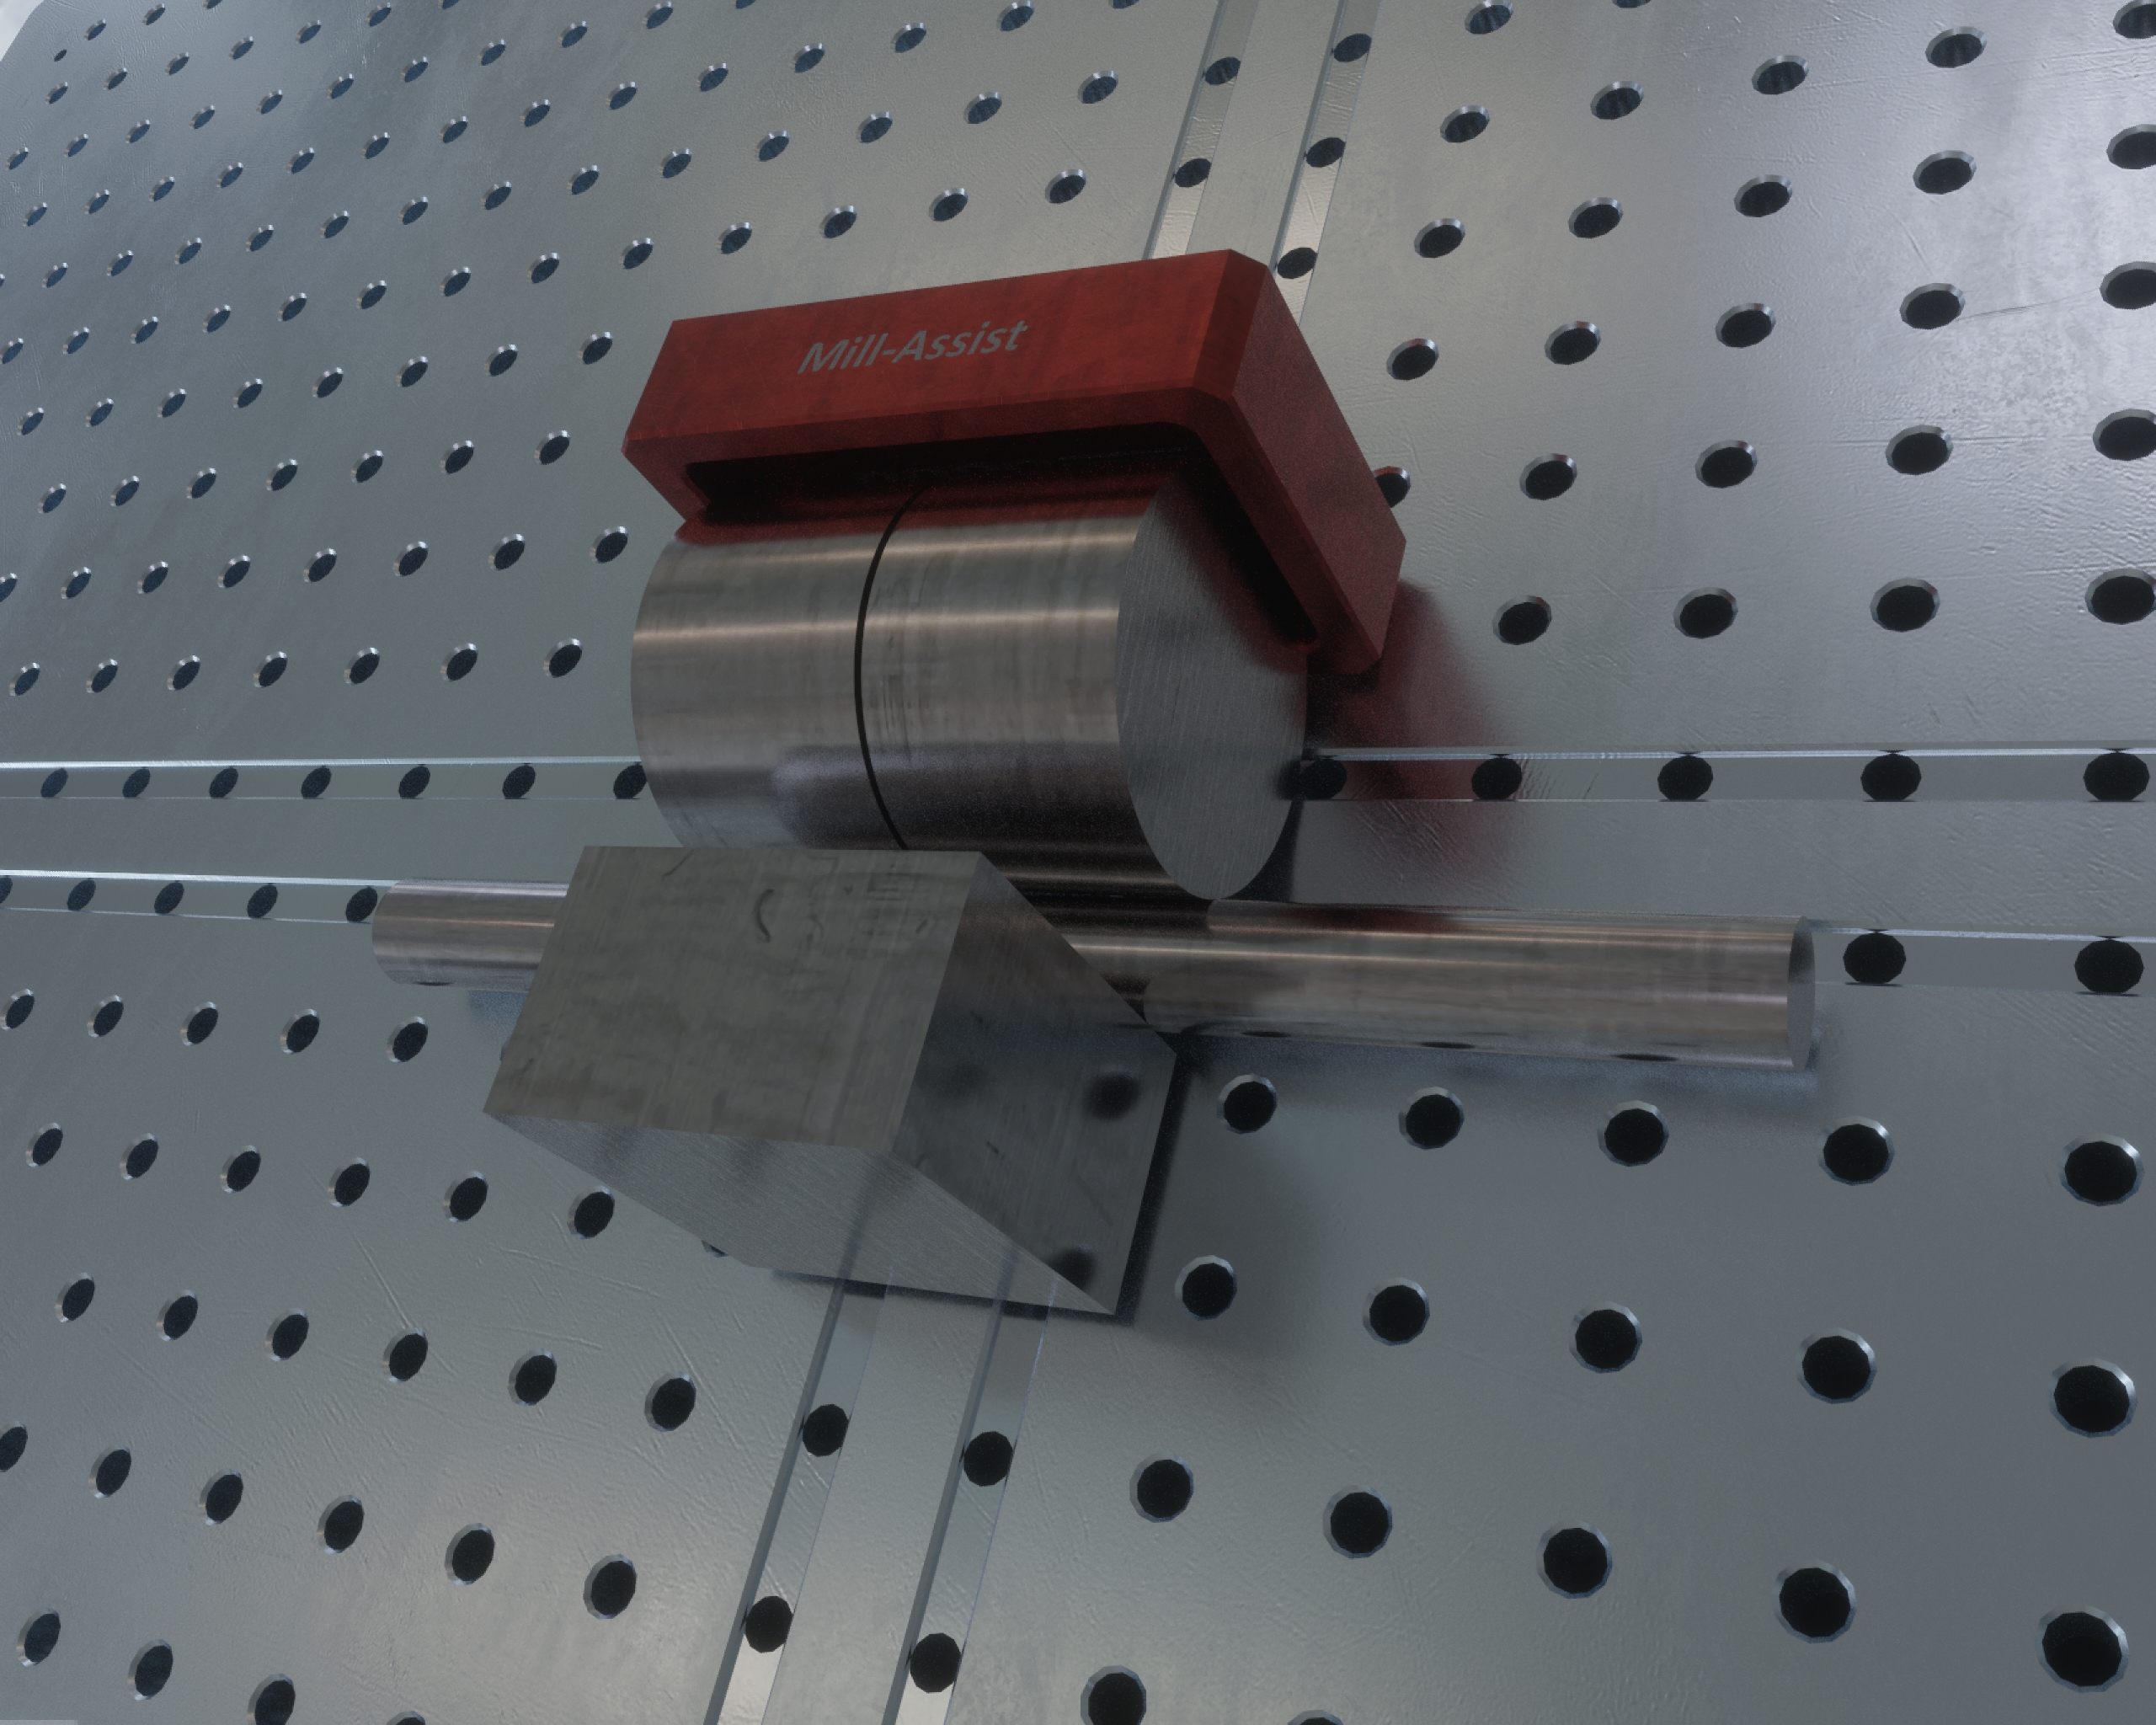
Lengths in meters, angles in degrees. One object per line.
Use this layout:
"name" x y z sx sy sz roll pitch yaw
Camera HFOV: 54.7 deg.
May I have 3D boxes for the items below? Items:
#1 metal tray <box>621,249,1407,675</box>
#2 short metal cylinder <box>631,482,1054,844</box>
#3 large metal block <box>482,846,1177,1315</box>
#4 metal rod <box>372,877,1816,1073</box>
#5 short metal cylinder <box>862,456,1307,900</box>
"metal tray" -0.012 -0.072 0.412 0.130 0.090 0.030 1 63 29
"short metal cylinder" -0.042 -0.034 0.412 0.050 0.080 0.080 1 62 28
"large metal block" -0.040 0.038 0.365 0.080 0.080 0.050 1 62 28
"metal rod" -0.018 0.018 0.401 0.300 0.025 0.025 1 62 28
"short metal cylinder" 0.004 -0.034 0.388 0.050 0.080 0.080 2 63 29
